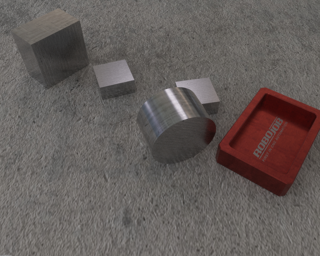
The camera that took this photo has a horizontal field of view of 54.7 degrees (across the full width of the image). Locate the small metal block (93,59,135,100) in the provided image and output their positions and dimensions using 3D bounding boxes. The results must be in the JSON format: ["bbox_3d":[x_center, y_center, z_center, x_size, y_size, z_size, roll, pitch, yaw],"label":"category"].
[{"bbox_3d":[-0.069,-0.073,0.464,0.050,0.025,0.050,-15,52,-13],"label":"small metal block"}]

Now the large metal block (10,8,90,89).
[{"bbox_3d":[-0.161,-0.119,0.466,0.050,0.080,0.080,35,58,25],"label":"large metal block"}]

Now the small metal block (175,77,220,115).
[{"bbox_3d":[0.051,-0.043,0.440,0.050,0.025,0.050,-9,51,-8],"label":"small metal block"}]

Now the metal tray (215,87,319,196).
[{"bbox_3d":[0.141,0.011,0.391,0.090,0.030,0.131,29,56,22],"label":"metal tray"}]

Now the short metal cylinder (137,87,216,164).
[{"bbox_3d":[0.019,-0.002,0.369,0.081,0.080,0.050,-17,52,-14],"label":"short metal cylinder"}]
